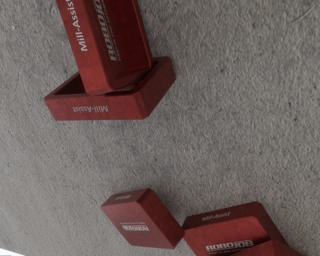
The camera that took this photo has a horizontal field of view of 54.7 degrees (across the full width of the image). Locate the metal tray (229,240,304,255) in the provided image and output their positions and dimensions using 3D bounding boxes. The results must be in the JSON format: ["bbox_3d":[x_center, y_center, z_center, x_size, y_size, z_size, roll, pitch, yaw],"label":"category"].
[{"bbox_3d":[0.136,0.205,0.431,0.090,0.030,0.129,34,127,-23],"label":"metal tray"}]

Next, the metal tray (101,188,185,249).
[{"bbox_3d":[-0.031,0.144,0.487,0.090,0.030,0.130,54,143,-9],"label":"metal tray"}]

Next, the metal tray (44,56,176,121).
[{"bbox_3d":[-0.057,-0.046,0.364,0.130,0.090,0.030,0,126,28],"label":"metal tray"}]

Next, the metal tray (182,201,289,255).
[{"bbox_3d":[0.104,0.162,0.449,0.130,0.030,0.090,-26,105,37],"label":"metal tray"}]

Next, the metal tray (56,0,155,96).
[{"bbox_3d":[-0.053,-0.106,0.313,0.030,0.091,0.129,-8,105,32],"label":"metal tray"}]
